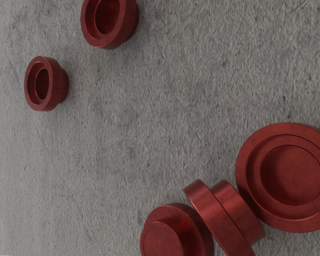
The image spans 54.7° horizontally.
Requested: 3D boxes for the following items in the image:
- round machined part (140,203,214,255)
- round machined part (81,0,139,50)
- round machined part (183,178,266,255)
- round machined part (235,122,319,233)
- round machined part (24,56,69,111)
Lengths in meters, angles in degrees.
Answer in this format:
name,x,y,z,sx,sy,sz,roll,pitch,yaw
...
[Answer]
name,x,y,z,sx,sy,sz,roll,pitch,yaw
round machined part,0.014,0.145,0.383,0.098,0.042,0.097,0,90,40
round machined part,-0.069,-0.163,0.451,0.098,0.042,0.097,0,90,40
round machined part,0.068,0.092,0.314,0.042,0.098,0.098,-34,64,-4
round machined part,0.125,0.043,0.290,0.098,0.042,0.097,0,90,40
round machined part,-0.202,-0.078,0.561,0.098,0.042,0.097,0,90,40
